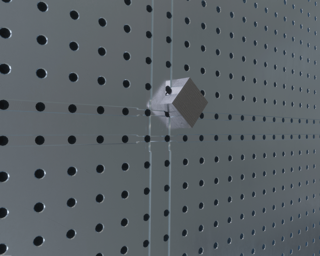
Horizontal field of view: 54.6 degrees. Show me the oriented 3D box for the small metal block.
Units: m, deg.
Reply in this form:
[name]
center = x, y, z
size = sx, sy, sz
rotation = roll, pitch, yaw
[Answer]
[small metal block]
center = 0.035, -0.035, 0.437
size = 0.050, 0.025, 0.050
rotation = 49, 61, -29
